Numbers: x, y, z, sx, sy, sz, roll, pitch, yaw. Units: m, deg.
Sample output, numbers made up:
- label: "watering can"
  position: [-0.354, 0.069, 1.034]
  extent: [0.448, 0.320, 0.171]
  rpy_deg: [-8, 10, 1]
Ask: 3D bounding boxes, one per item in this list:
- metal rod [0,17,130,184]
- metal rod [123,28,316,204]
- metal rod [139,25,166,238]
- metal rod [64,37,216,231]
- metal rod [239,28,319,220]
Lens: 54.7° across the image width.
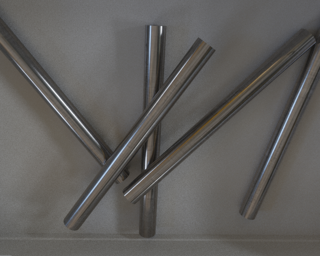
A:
- label: "metal rod"
  position: [-0.139, -0.045, 0.393]
  extent: [0.025, 0.025, 0.300]
  rpy_deg: [-34, 107, 11]
- label: "metal rod"
  position: [0.068, -0.009, 0.392]
  extent: [0.300, 0.025, 0.025]
  rpy_deg: [-43, 105, 8]
- label: "metal rod"
  position: [-0.012, 0.018, 0.417]
  extent: [0.025, 0.025, 0.298]
  rpy_deg: [3, 110, -1]
- label: "metal rod"
  position: [-0.035, 0.019, 0.389]
  extent: [0.025, 0.025, 0.299]
  rpy_deg: [34, 106, -12]
- label: "metal rod"
  position: [0.170, -0.007, 0.410]
  extent: [0.025, 0.025, 0.298]
  rpy_deg: [15, 109, -6]
